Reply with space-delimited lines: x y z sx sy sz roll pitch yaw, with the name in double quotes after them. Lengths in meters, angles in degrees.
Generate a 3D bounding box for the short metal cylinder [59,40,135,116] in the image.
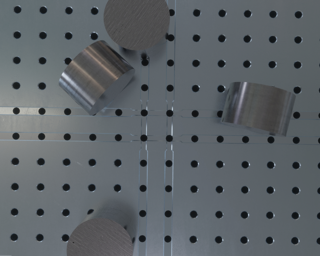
-0.077 -0.061 0.385 0.050 0.080 0.080 44 90 0 "short metal cylinder"

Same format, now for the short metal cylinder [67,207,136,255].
-0.073 0.149 0.400 0.081 0.050 0.079 0 90 0 "short metal cylinder"

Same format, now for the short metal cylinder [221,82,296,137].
0.121 -0.022 0.387 0.080 0.080 0.050 14 90 0 "short metal cylinder"

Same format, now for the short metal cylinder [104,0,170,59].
-0.028 -0.134 0.400 0.081 0.050 0.079 0 90 0 "short metal cylinder"
